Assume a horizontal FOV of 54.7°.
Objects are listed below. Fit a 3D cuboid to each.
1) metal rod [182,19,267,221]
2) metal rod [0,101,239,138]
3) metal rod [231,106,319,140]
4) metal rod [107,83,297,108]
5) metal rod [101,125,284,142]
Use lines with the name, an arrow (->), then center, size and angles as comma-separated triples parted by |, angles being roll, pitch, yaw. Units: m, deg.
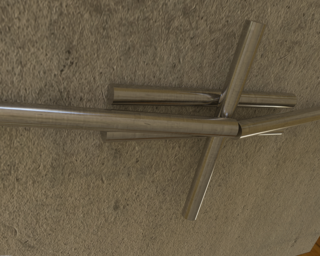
metal rod -> 0.079, 0.006, 0.425 | 0.025, 0.025, 0.298 | 0, 119, -29
metal rod -> -0.048, -0.008, 0.345 | 0.302, 0.025, 0.025 | 3, 117, -20
metal rod -> 0.217, -0.016, 0.487 | 0.303, 0.025, 0.025 | -9, 123, -36
metal rod -> 0.076, -0.041, 0.426 | 0.303, 0.025, 0.025 | -1, 119, -28
metal rod -> 0.065, 0.002, 0.446 | 0.303, 0.025, 0.025 | -1, 119, -28
